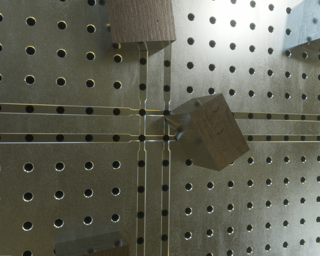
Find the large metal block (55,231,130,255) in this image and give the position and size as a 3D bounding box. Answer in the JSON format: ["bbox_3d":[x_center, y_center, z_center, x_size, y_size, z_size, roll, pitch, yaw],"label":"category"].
[{"bbox_3d":[-0.080,0.179,0.371,0.081,0.050,0.079,-5,92,-20],"label":"large metal block"}]

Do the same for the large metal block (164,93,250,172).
[{"bbox_3d":[0.059,0.005,0.406,0.050,0.080,0.080,-32,101,-17],"label":"large metal block"}]

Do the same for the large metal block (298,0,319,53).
[{"bbox_3d":[0.281,-0.169,0.505,0.081,0.050,0.080,11,86,-20],"label":"large metal block"}]

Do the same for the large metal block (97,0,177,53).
[{"bbox_3d":[-0.031,-0.142,0.389,0.081,0.050,0.079,-9,93,-20],"label":"large metal block"}]
